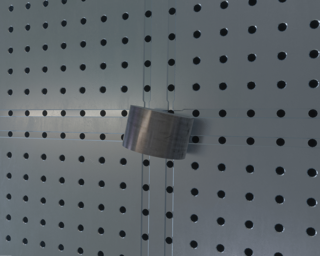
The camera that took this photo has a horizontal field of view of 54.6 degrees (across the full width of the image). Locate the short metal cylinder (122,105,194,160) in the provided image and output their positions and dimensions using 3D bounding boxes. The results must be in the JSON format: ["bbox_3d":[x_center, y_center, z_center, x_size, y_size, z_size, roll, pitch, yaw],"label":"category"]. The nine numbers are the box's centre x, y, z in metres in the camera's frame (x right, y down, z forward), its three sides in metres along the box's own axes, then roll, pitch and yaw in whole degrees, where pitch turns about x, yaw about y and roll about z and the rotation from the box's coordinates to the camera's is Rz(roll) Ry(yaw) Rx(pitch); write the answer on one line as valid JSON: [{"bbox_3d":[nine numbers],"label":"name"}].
[{"bbox_3d":[-0.002,0.004,0.385,0.080,0.080,0.050,14,95,19],"label":"short metal cylinder"}]
